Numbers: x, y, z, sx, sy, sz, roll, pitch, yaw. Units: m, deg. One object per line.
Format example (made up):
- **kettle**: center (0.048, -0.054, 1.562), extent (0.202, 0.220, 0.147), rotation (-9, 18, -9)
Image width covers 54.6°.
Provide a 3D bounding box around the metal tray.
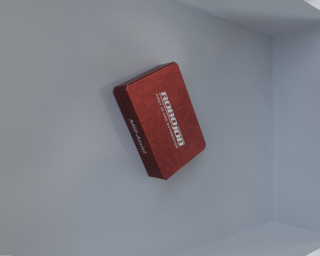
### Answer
- **metal tray**: center (0.004, -0.010, 0.406), extent (0.091, 0.030, 0.129), rotation (-34, 111, -35)
